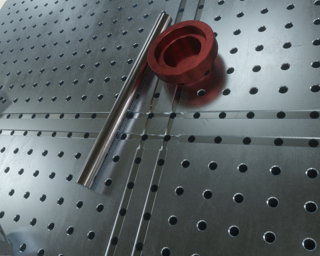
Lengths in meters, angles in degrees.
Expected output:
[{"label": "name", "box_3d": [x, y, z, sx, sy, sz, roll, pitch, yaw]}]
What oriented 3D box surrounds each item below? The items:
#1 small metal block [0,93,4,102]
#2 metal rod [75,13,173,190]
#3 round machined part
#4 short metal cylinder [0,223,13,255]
[{"label": "small metal block", "box_3d": [-0.354, -0.060, 0.632, 0.050, 0.025, 0.050, -47, 51, -5]}, {"label": "metal rod", "box_3d": [-0.047, -0.052, 0.464, 0.025, 0.025, 0.300, 10, 67, 32]}, {"label": "round machined part", "box_3d": [0.035, -0.102, 0.442, 0.098, 0.042, 0.098, -13, 56, 21]}, {"label": "short metal cylinder", "box_3d": [-0.241, 0.161, 0.401, 0.080, 0.080, 0.050, -49, 51, -7]}]
